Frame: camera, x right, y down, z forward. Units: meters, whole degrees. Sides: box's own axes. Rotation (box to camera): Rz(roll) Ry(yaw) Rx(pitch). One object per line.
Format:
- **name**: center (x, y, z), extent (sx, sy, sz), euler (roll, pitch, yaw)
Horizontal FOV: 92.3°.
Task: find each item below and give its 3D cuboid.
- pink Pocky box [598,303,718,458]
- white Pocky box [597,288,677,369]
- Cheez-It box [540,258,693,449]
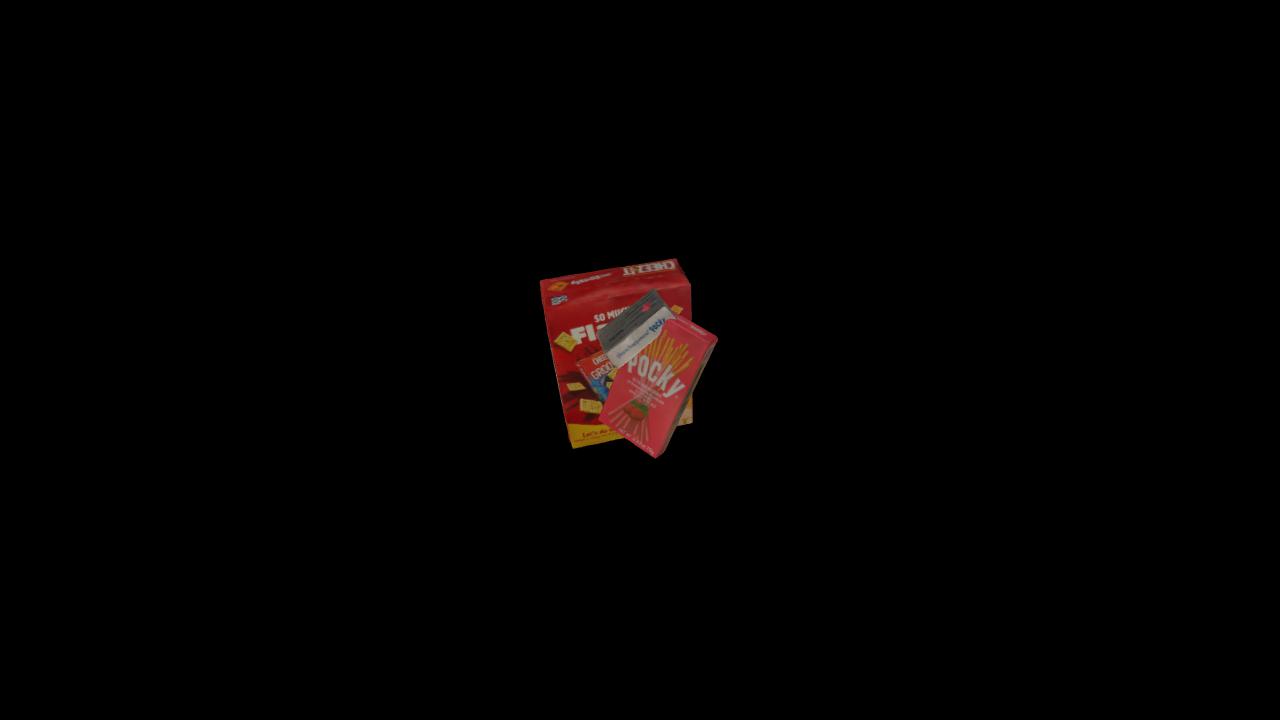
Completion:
- **pink Pocky box**: center (0.016, 0.022, 0.668), extent (0.084, 0.155, 0.029), euler (32, 26, 18)
- **white Pocky box**: center (-0.015, -0.054, 0.699), extent (0.084, 0.028, 0.154), euler (-40, 26, 6)
- **Cheez-It box**: center (-0.022, -0.003, 0.753), extent (0.166, 0.223, 0.071), euler (-11, 40, -7)
